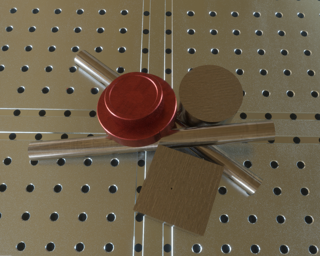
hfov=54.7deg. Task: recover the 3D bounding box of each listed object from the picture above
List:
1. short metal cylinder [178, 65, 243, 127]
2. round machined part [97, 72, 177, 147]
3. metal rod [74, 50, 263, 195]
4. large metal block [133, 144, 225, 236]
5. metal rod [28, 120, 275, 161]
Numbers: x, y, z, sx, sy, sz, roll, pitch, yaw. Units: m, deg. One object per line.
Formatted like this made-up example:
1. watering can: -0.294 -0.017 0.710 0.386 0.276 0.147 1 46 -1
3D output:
1. short metal cylinder: 0.064 -0.036 0.411 0.081 0.050 0.080 0 70 0
2. round machined part: -0.029 -0.029 0.377 0.099 0.042 0.098 -2 61 5
3. metal rod: 0.003 -0.014 0.417 0.300 0.025 0.025 37 74 12
4. large metal block: 0.022 0.075 0.369 0.080 0.050 0.080 19 71 6
5. metal rod: -0.014 0.016 0.386 0.302 0.025 0.025 -5 70 5
